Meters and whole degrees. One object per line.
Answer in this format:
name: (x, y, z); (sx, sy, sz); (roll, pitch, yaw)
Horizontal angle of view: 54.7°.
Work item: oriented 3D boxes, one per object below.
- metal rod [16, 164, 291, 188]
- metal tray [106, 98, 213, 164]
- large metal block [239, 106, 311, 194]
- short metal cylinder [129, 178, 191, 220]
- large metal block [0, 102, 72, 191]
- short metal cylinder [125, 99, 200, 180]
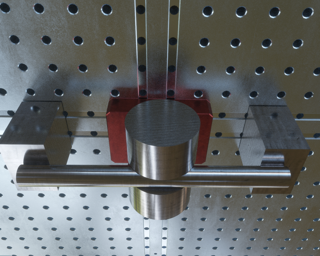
metal rod: (-0.006, 0.055, 0.352); (0.302, 0.025, 0.025); (0, 130, -1)
metal tray: (-0.001, 0.006, 0.413); (0.131, 0.030, 0.089); (1, 130, -1)
large metal block: (0.141, 0.028, 0.399); (0.050, 0.080, 0.079); (1, 130, -1)
short metal cylinder: (0.000, 0.068, 0.394); (0.081, 0.080, 0.050); (1, 130, -1)
large metal block: (-0.152, 0.022, 0.391); (0.050, 0.080, 0.079); (1, 130, -1)
short metal cylinder: (0.002, 0.011, 0.346); (0.081, 0.080, 0.050); (1, 130, -1)
